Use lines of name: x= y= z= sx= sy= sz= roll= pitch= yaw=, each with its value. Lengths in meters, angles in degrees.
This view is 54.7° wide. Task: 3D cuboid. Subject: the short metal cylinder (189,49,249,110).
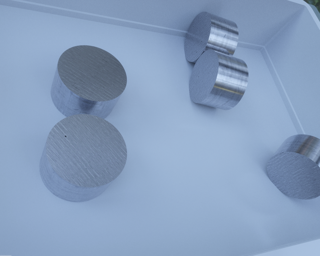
short metal cylinder: x=0.085 y=-0.071 z=0.462 sx=0.050 sy=0.080 sz=0.080 roll=12 pitch=57 yaw=-22

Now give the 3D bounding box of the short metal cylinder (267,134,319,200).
short metal cylinder: x=0.205 y=0.056 z=0.449 sx=0.080 sy=0.080 sz=0.050 roll=49 pitch=51 yaw=6

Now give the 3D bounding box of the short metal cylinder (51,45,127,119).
short metal cylinder: x=-0.087 y=-0.053 z=0.376 sx=0.081 sy=0.050 sz=0.080 roll=14 pitch=56 yaw=-21

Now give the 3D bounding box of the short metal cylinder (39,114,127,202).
short metal cylinder: x=-0.081 y=0.032 z=0.327 sx=0.081 sy=0.050 sz=0.080 roll=14 pitch=56 yaw=-21

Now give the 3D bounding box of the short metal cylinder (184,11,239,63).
short metal cylinder: x=0.081 y=-0.141 z=0.502 sx=0.050 sy=0.080 sz=0.080 roll=10 pitch=58 yaw=-24
